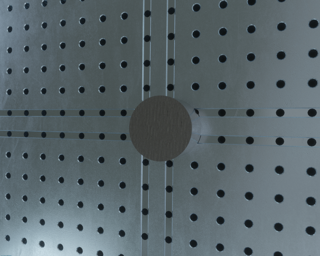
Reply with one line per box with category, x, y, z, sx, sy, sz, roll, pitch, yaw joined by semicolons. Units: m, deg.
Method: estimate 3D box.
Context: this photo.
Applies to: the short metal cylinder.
short metal cylinder;0.008;0.000;0.396;0.080;0.050;0.079;0;90;20
